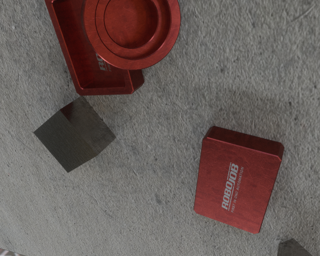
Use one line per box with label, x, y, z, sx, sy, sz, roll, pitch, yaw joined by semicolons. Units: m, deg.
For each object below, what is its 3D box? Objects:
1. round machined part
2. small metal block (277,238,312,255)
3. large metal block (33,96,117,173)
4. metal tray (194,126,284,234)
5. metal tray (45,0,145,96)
round machined part;-0.032;-0.112;0.321;0.099;0.042;0.097;-8;113;-18
small metal block;0.182;0.185;0.409;0.050;0.050;0.025;43;129;-2
large metal block;-0.127;0.010;0.464;0.080;0.050;0.080;-30;102;37
metal tray;0.096;0.068;0.395;0.090;0.030;0.129;15;125;19
metal tray;-0.078;-0.105;0.379;0.090;0.030;0.129;1;119;27
